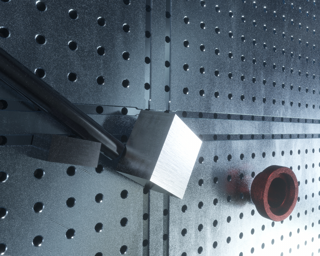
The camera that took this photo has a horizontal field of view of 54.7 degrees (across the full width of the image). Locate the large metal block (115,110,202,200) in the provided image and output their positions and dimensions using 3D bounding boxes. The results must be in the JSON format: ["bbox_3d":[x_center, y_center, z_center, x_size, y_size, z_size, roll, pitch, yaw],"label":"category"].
[{"bbox_3d":[0.002,0.033,0.382,0.080,0.050,0.080,42,63,-50],"label":"large metal block"}]

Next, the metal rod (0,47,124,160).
[{"bbox_3d":[-0.146,-0.058,0.286,0.300,0.025,0.025,42,65,-32],"label":"metal rod"}]

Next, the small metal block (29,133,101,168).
[{"bbox_3d":[-0.096,0.022,0.313,0.050,0.050,0.025,14,81,-39],"label":"small metal block"}]

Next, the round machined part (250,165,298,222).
[{"bbox_3d":[0.204,0.116,0.564,0.099,0.042,0.097,-2,94,-32],"label":"round machined part"}]
